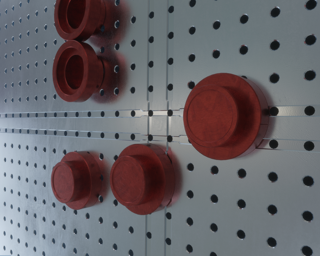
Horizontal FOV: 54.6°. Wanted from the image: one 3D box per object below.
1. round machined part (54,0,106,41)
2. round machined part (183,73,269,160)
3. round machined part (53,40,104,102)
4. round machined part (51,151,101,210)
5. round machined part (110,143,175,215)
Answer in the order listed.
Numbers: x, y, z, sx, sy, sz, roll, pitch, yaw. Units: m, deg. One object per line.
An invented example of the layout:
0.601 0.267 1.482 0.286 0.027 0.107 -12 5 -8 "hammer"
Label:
-0.127 -0.188 0.505 0.098 0.042 0.097 1 91 40 "round machined part"
0.065 -0.013 0.345 0.098 0.042 0.097 0 90 40 "round machined part"
-0.130 -0.090 0.506 0.098 0.042 0.097 2 93 40 "round machined part"
-0.147 0.089 0.521 0.098 0.042 0.097 0 90 40 "round machined part"
-0.031 0.070 0.425 0.098 0.042 0.097 0 90 40 "round machined part"
